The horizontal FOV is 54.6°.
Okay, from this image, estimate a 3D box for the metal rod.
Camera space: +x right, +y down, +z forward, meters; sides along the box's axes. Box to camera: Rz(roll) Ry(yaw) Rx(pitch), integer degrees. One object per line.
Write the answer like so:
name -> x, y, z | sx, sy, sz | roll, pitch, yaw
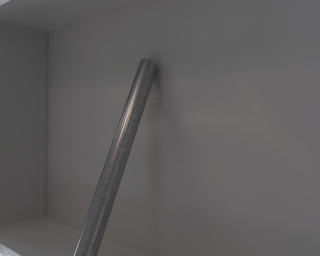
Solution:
metal rod -> -0.055, 0.049, 0.375 | 0.025, 0.025, 0.299 | 0, 65, 40
